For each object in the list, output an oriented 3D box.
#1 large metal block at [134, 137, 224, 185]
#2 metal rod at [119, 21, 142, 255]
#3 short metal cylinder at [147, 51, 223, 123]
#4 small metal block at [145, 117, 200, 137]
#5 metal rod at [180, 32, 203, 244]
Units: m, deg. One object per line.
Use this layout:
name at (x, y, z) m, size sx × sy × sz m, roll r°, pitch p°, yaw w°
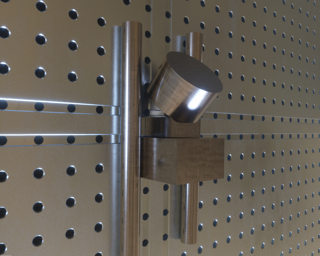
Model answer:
large metal block at (0.023, 0.037, 0.390) m, size 0.081 × 0.080 × 0.050 m, roll 1°, pitch 90°, yaw -40°
metal rod at (-0.036, 0.022, 0.379) m, size 0.025 × 0.025 × 0.298 m, roll 1°, pitch 90°, yaw -40°
short metal cylinder at (0.031, -0.052, 0.391) m, size 0.080 × 0.050 × 0.080 m, roll 23°, pitch 35°, yaw -17°
small metal block at (0.016, -0.001, 0.406) m, size 0.050 × 0.050 × 0.025 m, roll 2°, pitch 89°, yaw -41°
metal rod at (0.046, 0.014, 0.447) m, size 0.025 × 0.025 × 0.298 m, roll 3°, pitch 89°, yaw -40°
